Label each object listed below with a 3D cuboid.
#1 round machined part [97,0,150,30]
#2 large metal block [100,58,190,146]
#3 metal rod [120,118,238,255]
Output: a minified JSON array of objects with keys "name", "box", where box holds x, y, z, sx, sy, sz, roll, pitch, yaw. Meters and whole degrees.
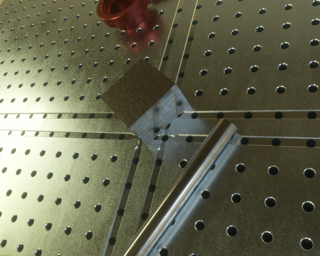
[{"name":"round machined part","box":[-0.062,-0.218,0.562,0.098,0.042,0.098,-13,56,20]},{"name":"large metal block","box":[-0.021,-0.037,0.425,0.080,0.050,0.080,-44,51,-3]},{"name":"metal rod","box":[-0.008,0.114,0.341,0.025,0.025,0.300,30,78,37]}]
